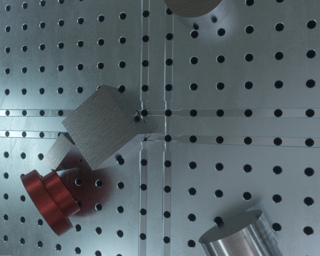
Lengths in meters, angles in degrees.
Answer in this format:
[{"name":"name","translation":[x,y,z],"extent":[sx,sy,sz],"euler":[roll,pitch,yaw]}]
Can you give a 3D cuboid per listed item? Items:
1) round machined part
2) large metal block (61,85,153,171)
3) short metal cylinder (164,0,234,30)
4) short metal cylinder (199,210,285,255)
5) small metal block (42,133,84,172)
[{"name":"round machined part","translation":[-0.148,0.098,0.435],"extent":[0.042,0.098,0.098],"euler":[-33,77,-20]},{"name":"large metal block","translation":[-0.072,0.000,0.423],"extent":[0.080,0.050,0.080],"euler":[-39,78,15]},{"name":"short metal cylinder","translation":[0.048,-0.168,0.382],"extent":[0.080,0.050,0.079],"euler":[0,90,19]},{"name":"short metal cylinder","translation":[0.091,0.134,0.351],"extent":[0.080,0.080,0.050],"euler":[-29,81,17]},{"name":"small metal block","translation":[-0.131,0.033,0.444],"extent":[0.025,0.050,0.050],"euler":[42,103,15]}]
